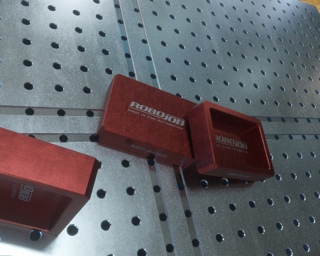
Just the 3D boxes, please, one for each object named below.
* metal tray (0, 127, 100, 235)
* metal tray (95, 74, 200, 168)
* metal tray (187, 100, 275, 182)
[{"bbox_3d":[-0.112,0.050,0.251,0.091,0.129,0.030,21,54,-17],"label":"metal tray"},{"bbox_3d":[-0.009,-0.009,0.407,0.131,0.030,0.090,19,54,-18],"label":"metal tray"},{"bbox_3d":[0.099,0.021,0.423,0.131,0.030,0.090,14,59,-38],"label":"metal tray"}]
